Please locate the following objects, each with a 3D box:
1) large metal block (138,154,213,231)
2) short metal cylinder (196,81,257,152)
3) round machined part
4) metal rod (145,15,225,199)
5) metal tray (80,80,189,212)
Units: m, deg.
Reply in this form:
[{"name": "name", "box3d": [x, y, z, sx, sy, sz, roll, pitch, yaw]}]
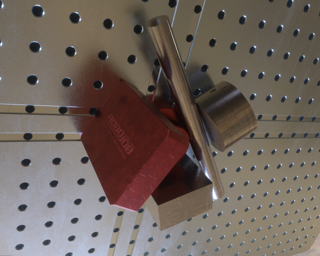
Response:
[{"name": "large metal block", "box3d": [0.019, 0.086, 0.441, 0.081, 0.080, 0.050, -18, 126, -19]}, {"name": "short metal cylinder", "box3d": [0.082, -0.015, 0.411, 0.050, 0.080, 0.080, -32, 129, -8]}, {"name": "round machined part", "box3d": [-0.001, 0.017, 0.412, 0.099, 0.042, 0.097, -14, 125, -21]}, {"name": "metal rod", "box3d": [0.044, -0.002, 0.408, 0.025, 0.025, 0.299, -31, 129, -9]}, {"name": "metal tray", "box3d": [-0.035, 0.013, 0.334, 0.030, 0.130, 0.090, 31, 101, -38]}]
